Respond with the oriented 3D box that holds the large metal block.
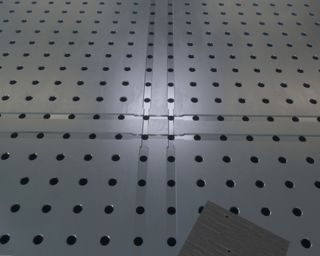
[{"bbox_3d":[0.061,0.128,0.285,0.080,0.050,0.080,24,54,19],"label":"large metal block"}]
